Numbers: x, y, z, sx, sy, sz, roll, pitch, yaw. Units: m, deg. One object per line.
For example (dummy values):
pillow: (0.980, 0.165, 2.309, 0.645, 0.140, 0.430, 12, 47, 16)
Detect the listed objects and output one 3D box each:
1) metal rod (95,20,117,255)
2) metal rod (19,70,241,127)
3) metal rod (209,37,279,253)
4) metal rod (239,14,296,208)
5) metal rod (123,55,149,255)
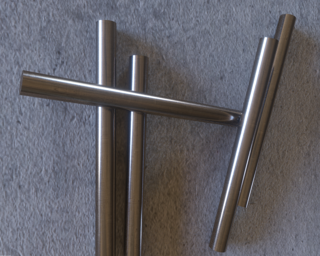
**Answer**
metal rod: (-0.067, 0.019, 0.384, 0.025, 0.025, 0.298, 0, 90, -20)
metal rod: (-0.007, -0.029, 0.381, 0.302, 0.025, 0.025, 7, 88, -30)
metal rod: (0.115, 0.026, 0.430, 0.025, 0.025, 0.298, 11, 95, -20)
metal rod: (0.157, -0.030, 0.468, 0.025, 0.025, 0.299, 19, 84, -20)
metal rod: (-0.032, 0.058, 0.398, 0.025, 0.025, 0.298, 2, 89, -20)
